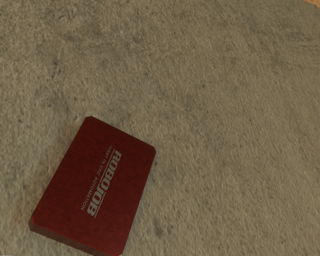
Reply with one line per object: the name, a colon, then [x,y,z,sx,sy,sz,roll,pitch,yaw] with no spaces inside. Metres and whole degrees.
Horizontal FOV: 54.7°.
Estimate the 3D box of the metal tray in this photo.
metal tray: [-0.065,0.060,0.330,0.090,0.030,0.130,28,52,-11]
